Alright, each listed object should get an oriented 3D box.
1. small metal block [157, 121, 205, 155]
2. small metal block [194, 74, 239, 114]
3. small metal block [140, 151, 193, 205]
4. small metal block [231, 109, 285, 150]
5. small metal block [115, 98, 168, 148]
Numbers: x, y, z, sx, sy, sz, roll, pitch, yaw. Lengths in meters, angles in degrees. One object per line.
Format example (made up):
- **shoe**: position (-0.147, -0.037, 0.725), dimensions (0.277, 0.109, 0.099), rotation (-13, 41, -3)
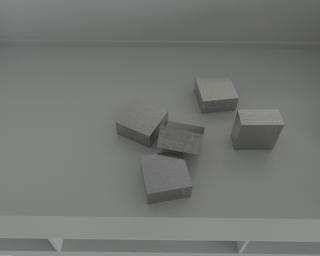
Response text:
- **small metal block**: position (0.027, 0.011, 0.379), dimensions (0.050, 0.025, 0.050), rotation (10, 10, 8)
- **small metal block**: position (0.080, -0.050, 0.447), dimensions (0.050, 0.025, 0.050), rotation (-6, 50, -5)
- **small metal block**: position (0.006, 0.056, 0.358), dimensions (0.050, 0.025, 0.050), rotation (-9, 51, -7)
- **small metal block**: position (0.120, 0.003, 0.387), dimensions (0.050, 0.050, 0.025), rotation (-1, 50, -1)
- **small metal block**: position (-0.023, -0.008, 0.411), dimensions (0.050, 0.025, 0.050), rotation (22, 53, 17)
